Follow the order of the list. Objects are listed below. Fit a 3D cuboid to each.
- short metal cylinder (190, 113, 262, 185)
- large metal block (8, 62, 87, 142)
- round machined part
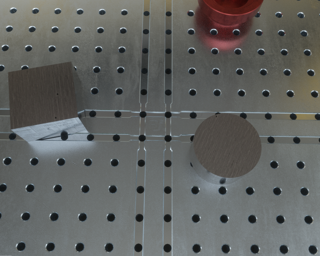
[{"bbox_3d":[0.080,0.028,0.389,0.081,0.050,0.080,0,70,0],"label":"short metal cylinder"},{"bbox_3d":[-0.147,-0.034,0.409,0.081,0.050,0.080,-11,71,-4],"label":"large metal block"},{"bbox_3d":[0.106,-0.199,0.477,0.099,0.042,0.098,0,70,-1],"label":"round machined part"}]
